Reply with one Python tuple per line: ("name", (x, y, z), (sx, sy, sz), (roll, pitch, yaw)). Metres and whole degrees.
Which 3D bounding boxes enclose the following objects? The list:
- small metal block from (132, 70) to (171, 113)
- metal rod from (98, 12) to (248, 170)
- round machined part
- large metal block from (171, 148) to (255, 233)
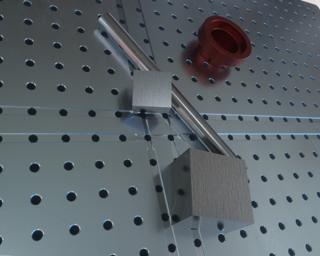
("small metal block", (-0.011, -0.048, 0.415), (0.050, 0.025, 0.050), (2, 75, -7))
("metal rod", (0.014, -0.050, 0.445), (0.300, 0.025, 0.025), (49, 51, 6))
("round machined part", (0.108, -0.146, 0.545), (0.099, 0.042, 0.098), (14, 56, -21))
("large metal block", (0.061, 0.077, 0.377), (0.081, 0.050, 0.080), (14, 56, -21))
